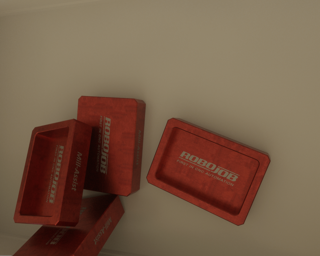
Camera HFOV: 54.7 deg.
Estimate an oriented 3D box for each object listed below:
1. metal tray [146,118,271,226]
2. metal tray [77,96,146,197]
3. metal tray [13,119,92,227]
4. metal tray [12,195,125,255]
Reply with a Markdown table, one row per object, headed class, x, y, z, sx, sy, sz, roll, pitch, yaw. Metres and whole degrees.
| class | x | y | z | sx | sy | sz | roll | pitch | yaw |
| --- | --- | --- | --- | --- | --- | --- | --- | --- | --- |
| metal tray | 0.058 | 0.050 | 0.386 | 0.130 | 0.030 | 0.089 | 23 | 97 | 18 |
| metal tray | -0.071 | 0.023 | 0.432 | 0.090 | 0.030 | 0.129 | 5 | 92 | 19 |
| metal tray | -0.139 | 0.059 | 0.403 | 0.090 | 0.030 | 0.130 | -9 | 67 | 33 |
| metal tray | -0.110 | 0.134 | 0.391 | 0.090 | 0.130 | 0.030 | -13 | 105 | 19 |
